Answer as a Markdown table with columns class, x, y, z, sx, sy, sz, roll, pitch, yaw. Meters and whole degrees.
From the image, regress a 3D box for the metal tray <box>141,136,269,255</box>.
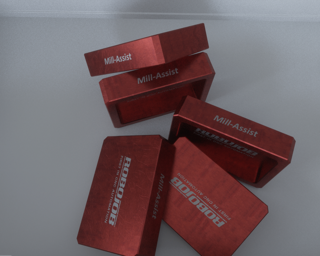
| class | x | y | z | sx | sy | sz | roll | pitch | yaw |
| --- | --- | --- | --- | --- | --- | --- | --- | --- | --- |
| metal tray | 0.047 | 0.084 | 0.366 | 0.130 | 0.030 | 0.090 | 41 | 88 | 13 |

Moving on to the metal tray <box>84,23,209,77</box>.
| class | x | y | z | sx | sy | sz | roll | pitch | yaw |
| --- | --- | --- | --- | --- | --- | --- | --- | --- | --- |
| metal tray | -0.019 | -0.094 | 0.379 | 0.091 | 0.130 | 0.030 | -29 | 112 | -42 |

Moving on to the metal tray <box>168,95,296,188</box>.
| class | x | y | z | sx | sy | sz | roll | pitch | yaw |
| --- | --- | --- | --- | --- | --- | --- | --- | --- | --- |
| metal tray | 0.076 | 0.019 | 0.366 | 0.130 | 0.090 | 0.030 | 23 | 61 | 7 |

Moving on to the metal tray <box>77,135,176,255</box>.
| class | x | y | z | sx | sy | sz | roll | pitch | yaw |
| --- | --- | --- | --- | --- | --- | --- | --- | --- | --- |
| metal tray | -0.038 | 0.074 | 0.355 | 0.090 | 0.030 | 0.130 | -3 | 66 | 35 |

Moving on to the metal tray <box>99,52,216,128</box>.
| class | x | y | z | sx | sy | sz | roll | pitch | yaw |
| --- | --- | --- | --- | --- | --- | --- | --- | --- | --- |
| metal tray | -0.003 | -0.044 | 0.391 | 0.131 | 0.090 | 0.030 | -16 | 72 | -6 |
